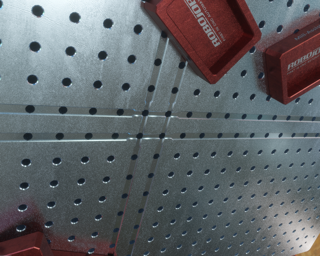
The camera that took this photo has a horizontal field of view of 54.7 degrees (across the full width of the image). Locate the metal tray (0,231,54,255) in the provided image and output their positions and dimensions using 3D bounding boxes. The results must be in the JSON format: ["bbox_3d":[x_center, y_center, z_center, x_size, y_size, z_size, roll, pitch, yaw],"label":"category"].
[{"bbox_3d":[-0.180,0.207,0.408,0.091,0.030,0.129,-15,113,-5],"label":"metal tray"}]

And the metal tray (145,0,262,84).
[{"bbox_3d":[0.056,-0.124,0.362,0.090,0.030,0.130,-45,130,3],"label":"metal tray"}]

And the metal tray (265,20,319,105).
[{"bbox_3d":[0.225,-0.104,0.469,0.131,0.030,0.090,-30,129,-10],"label":"metal tray"}]

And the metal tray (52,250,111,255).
[{"bbox_3d":[-0.134,0.240,0.484,0.131,0.030,0.090,25,105,-37],"label":"metal tray"}]
